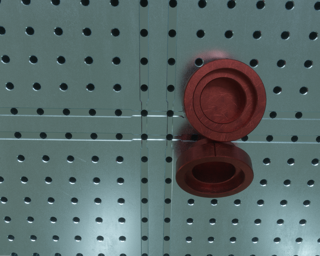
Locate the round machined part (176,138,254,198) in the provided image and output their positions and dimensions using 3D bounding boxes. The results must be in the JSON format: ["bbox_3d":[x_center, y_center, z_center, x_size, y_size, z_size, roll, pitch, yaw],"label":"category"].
[{"bbox_3d":[0.070,0.049,0.409,0.098,0.042,0.098,2,138,2],"label":"round machined part"}]

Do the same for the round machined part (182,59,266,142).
[{"bbox_3d":[0.076,-0.034,0.384,0.099,0.042,0.097,0,95,-3],"label":"round machined part"}]
